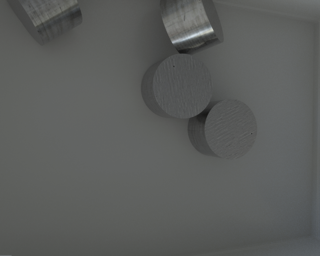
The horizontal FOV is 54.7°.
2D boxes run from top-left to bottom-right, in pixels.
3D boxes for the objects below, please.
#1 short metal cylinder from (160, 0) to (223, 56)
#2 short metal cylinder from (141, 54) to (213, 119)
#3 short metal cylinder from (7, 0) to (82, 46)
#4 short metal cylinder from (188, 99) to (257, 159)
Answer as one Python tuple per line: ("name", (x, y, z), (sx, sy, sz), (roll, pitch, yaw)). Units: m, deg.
("short metal cylinder", (0.042, -0.136, 0.391), (0.050, 0.080, 0.080), (-18, 99, 25))
("short metal cylinder", (0.021, -0.053, 0.404), (0.081, 0.050, 0.079), (-1, 93, -20))
("short metal cylinder", (-0.129, -0.137, 0.334), (0.050, 0.080, 0.080), (-37, 102, -16))
("short metal cylinder", (0.086, 0.001, 0.430), (0.081, 0.050, 0.079), (0, 90, -21))
